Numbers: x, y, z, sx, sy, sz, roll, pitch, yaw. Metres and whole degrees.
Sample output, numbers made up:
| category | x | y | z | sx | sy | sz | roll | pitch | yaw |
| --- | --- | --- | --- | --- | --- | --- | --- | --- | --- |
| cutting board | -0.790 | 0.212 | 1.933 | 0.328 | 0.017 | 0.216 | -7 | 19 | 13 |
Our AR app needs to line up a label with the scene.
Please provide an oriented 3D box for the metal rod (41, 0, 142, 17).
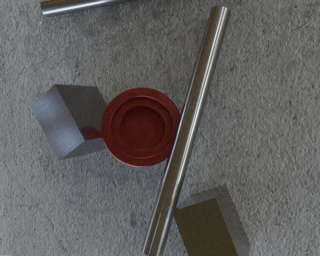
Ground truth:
| category | x | y | z | sx | sy | sz | roll | pitch | yaw |
| --- | --- | --- | --- | --- | --- | --- | --- | --- | --- |
| metal rod | -0.030 | -0.186 | 0.418 | 0.301 | 0.025 | 0.025 | -2 | 89 | 19 |

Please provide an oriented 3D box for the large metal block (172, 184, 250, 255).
| category | x | y | z | sx | sy | sz | roll | pitch | yaw |
| --- | --- | --- | --- | --- | --- | --- | --- | --- | --- |
| large metal block | 0.062 | 0.117 | 0.357 | 0.050 | 0.080 | 0.080 | -23 | 83 | 18 |

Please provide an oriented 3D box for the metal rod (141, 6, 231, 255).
| category | x | y | z | sx | sy | sz | roll | pitch | yaw |
| --- | --- | --- | --- | --- | --- | --- | --- | --- | --- |
| metal rod | 0.033 | -0.002 | 0.364 | 0.025 | 0.025 | 0.299 | 14 | 82 | 19 |

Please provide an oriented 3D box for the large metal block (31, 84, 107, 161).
| category | x | y | z | sx | sy | sz | roll | pitch | yaw |
| --- | --- | --- | --- | --- | --- | --- | --- | --- | --- |
| large metal block | -0.107 | -0.010 | 0.413 | 0.050 | 0.080 | 0.080 | -35 | 79 | 25 |

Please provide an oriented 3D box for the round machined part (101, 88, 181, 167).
| category | x | y | z | sx | sy | sz | roll | pitch | yaw |
| --- | --- | --- | --- | --- | --- | --- | --- | --- | --- |
| round machined part | -0.023 | 0.001 | 0.396 | 0.099 | 0.042 | 0.097 | 0 | 84 | -1 |
